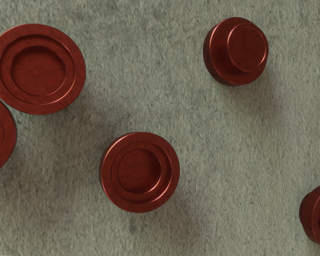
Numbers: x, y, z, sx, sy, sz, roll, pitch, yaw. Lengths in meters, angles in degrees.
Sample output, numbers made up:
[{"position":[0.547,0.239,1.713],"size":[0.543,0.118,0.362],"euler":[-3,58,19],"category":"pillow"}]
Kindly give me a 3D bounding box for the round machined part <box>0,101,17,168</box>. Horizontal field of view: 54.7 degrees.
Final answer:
[{"position":[-0.204,0.007,0.325],"size":[0.099,0.042,0.097],"euler":[0,90,-21],"category":"round machined part"}]

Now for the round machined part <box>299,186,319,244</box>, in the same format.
[{"position":[0.267,0.139,0.501],"size":[0.099,0.042,0.097],"euler":[0,90,-21],"category":"round machined part"}]

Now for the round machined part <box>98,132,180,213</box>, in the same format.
[{"position":[-0.028,0.053,0.391],"size":[0.099,0.042,0.097],"euler":[0,90,-21],"category":"round machined part"}]

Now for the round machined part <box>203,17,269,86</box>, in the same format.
[{"position":[0.115,-0.111,0.444],"size":[0.099,0.042,0.097],"euler":[0,90,-21],"category":"round machined part"}]

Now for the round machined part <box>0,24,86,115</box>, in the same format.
[{"position":[-0.136,-0.063,0.350],"size":[0.099,0.042,0.097],"euler":[0,90,-21],"category":"round machined part"}]
